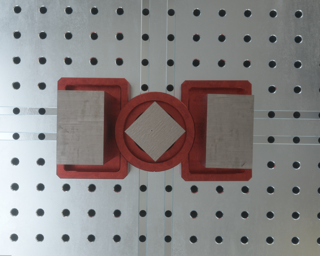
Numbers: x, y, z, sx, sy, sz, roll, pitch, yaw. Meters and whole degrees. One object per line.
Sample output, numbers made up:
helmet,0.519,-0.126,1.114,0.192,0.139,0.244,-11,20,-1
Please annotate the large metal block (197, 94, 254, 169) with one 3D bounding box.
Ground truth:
large metal block,0.075,0.003,0.373,0.050,0.080,0.080,2,90,0

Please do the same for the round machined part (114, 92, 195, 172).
round machined part,-0.006,0.005,0.396,0.099,0.042,0.097,0,90,0

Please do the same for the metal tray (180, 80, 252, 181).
metal tray,0.073,0.003,0.410,0.091,0.030,0.129,0,90,0

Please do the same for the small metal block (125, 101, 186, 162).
small metal block,-0.006,0.004,0.372,0.050,0.025,0.050,45,90,0

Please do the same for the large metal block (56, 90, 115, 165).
large metal block,-0.085,-0.001,0.372,0.050,0.080,0.080,1,90,0

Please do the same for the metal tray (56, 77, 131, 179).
metal tray,-0.086,0.000,0.409,0.091,0.030,0.129,1,90,0
